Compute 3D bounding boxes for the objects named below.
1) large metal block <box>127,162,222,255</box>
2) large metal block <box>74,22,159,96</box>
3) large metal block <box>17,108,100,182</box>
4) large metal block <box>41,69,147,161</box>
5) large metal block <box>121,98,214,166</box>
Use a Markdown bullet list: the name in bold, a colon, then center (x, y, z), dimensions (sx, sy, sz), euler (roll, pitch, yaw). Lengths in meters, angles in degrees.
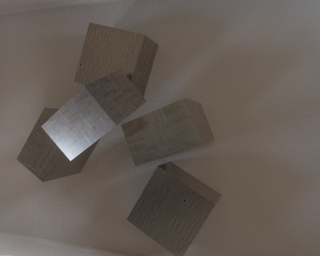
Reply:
- **large metal block**: center (0.019, 0.100, 0.390), dimensions (0.080, 0.050, 0.080), euler (32, 100, 16)
- **large metal block**: center (-0.058, -0.088, 0.417), dimensions (0.080, 0.050, 0.080), euler (18, 96, 18)
- **large metal block**: center (-0.133, 0.021, 0.427), dimensions (0.050, 0.080, 0.080), euler (35, 101, 16)
- **large metal block**: center (-0.074, -0.017, 0.359), dimensions (0.080, 0.080, 0.050), euler (-35, 97, 30)
- **large metal block**: center (0.013, 0.005, 0.376), dimensions (0.080, 0.080, 0.050), euler (-22, 83, 18)
